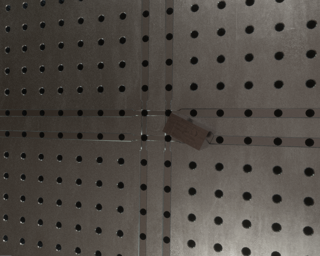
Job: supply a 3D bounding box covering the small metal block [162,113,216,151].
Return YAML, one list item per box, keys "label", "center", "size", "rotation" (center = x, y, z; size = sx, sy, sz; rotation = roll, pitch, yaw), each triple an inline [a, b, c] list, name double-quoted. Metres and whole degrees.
- label: "small metal block"
  center: [0.038, 0.004, 0.385]
  size: [0.050, 0.050, 0.025]
  rotation: [28, 99, 17]
